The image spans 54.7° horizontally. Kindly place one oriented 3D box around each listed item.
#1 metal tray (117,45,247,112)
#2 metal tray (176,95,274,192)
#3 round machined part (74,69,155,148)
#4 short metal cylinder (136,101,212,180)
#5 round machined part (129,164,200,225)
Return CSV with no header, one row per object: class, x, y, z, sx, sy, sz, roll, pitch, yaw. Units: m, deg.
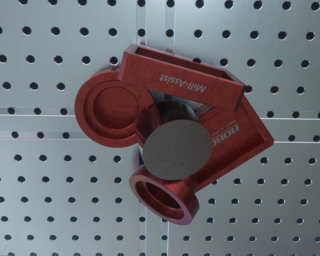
metal tray,0.023,-0.061,0.356,0.131,0.090,0.030,14,110,-6
metal tray,0.072,0.017,0.417,0.130,0.030,0.090,-35,107,11
round machined part,-0.054,-0.027,0.394,0.099,0.042,0.097,0,110,-1
short metal cylinder,0.015,0.014,0.366,0.081,0.050,0.079,-6,120,-11
round machined part,0.010,0.082,0.416,0.098,0.042,0.097,26,145,20
